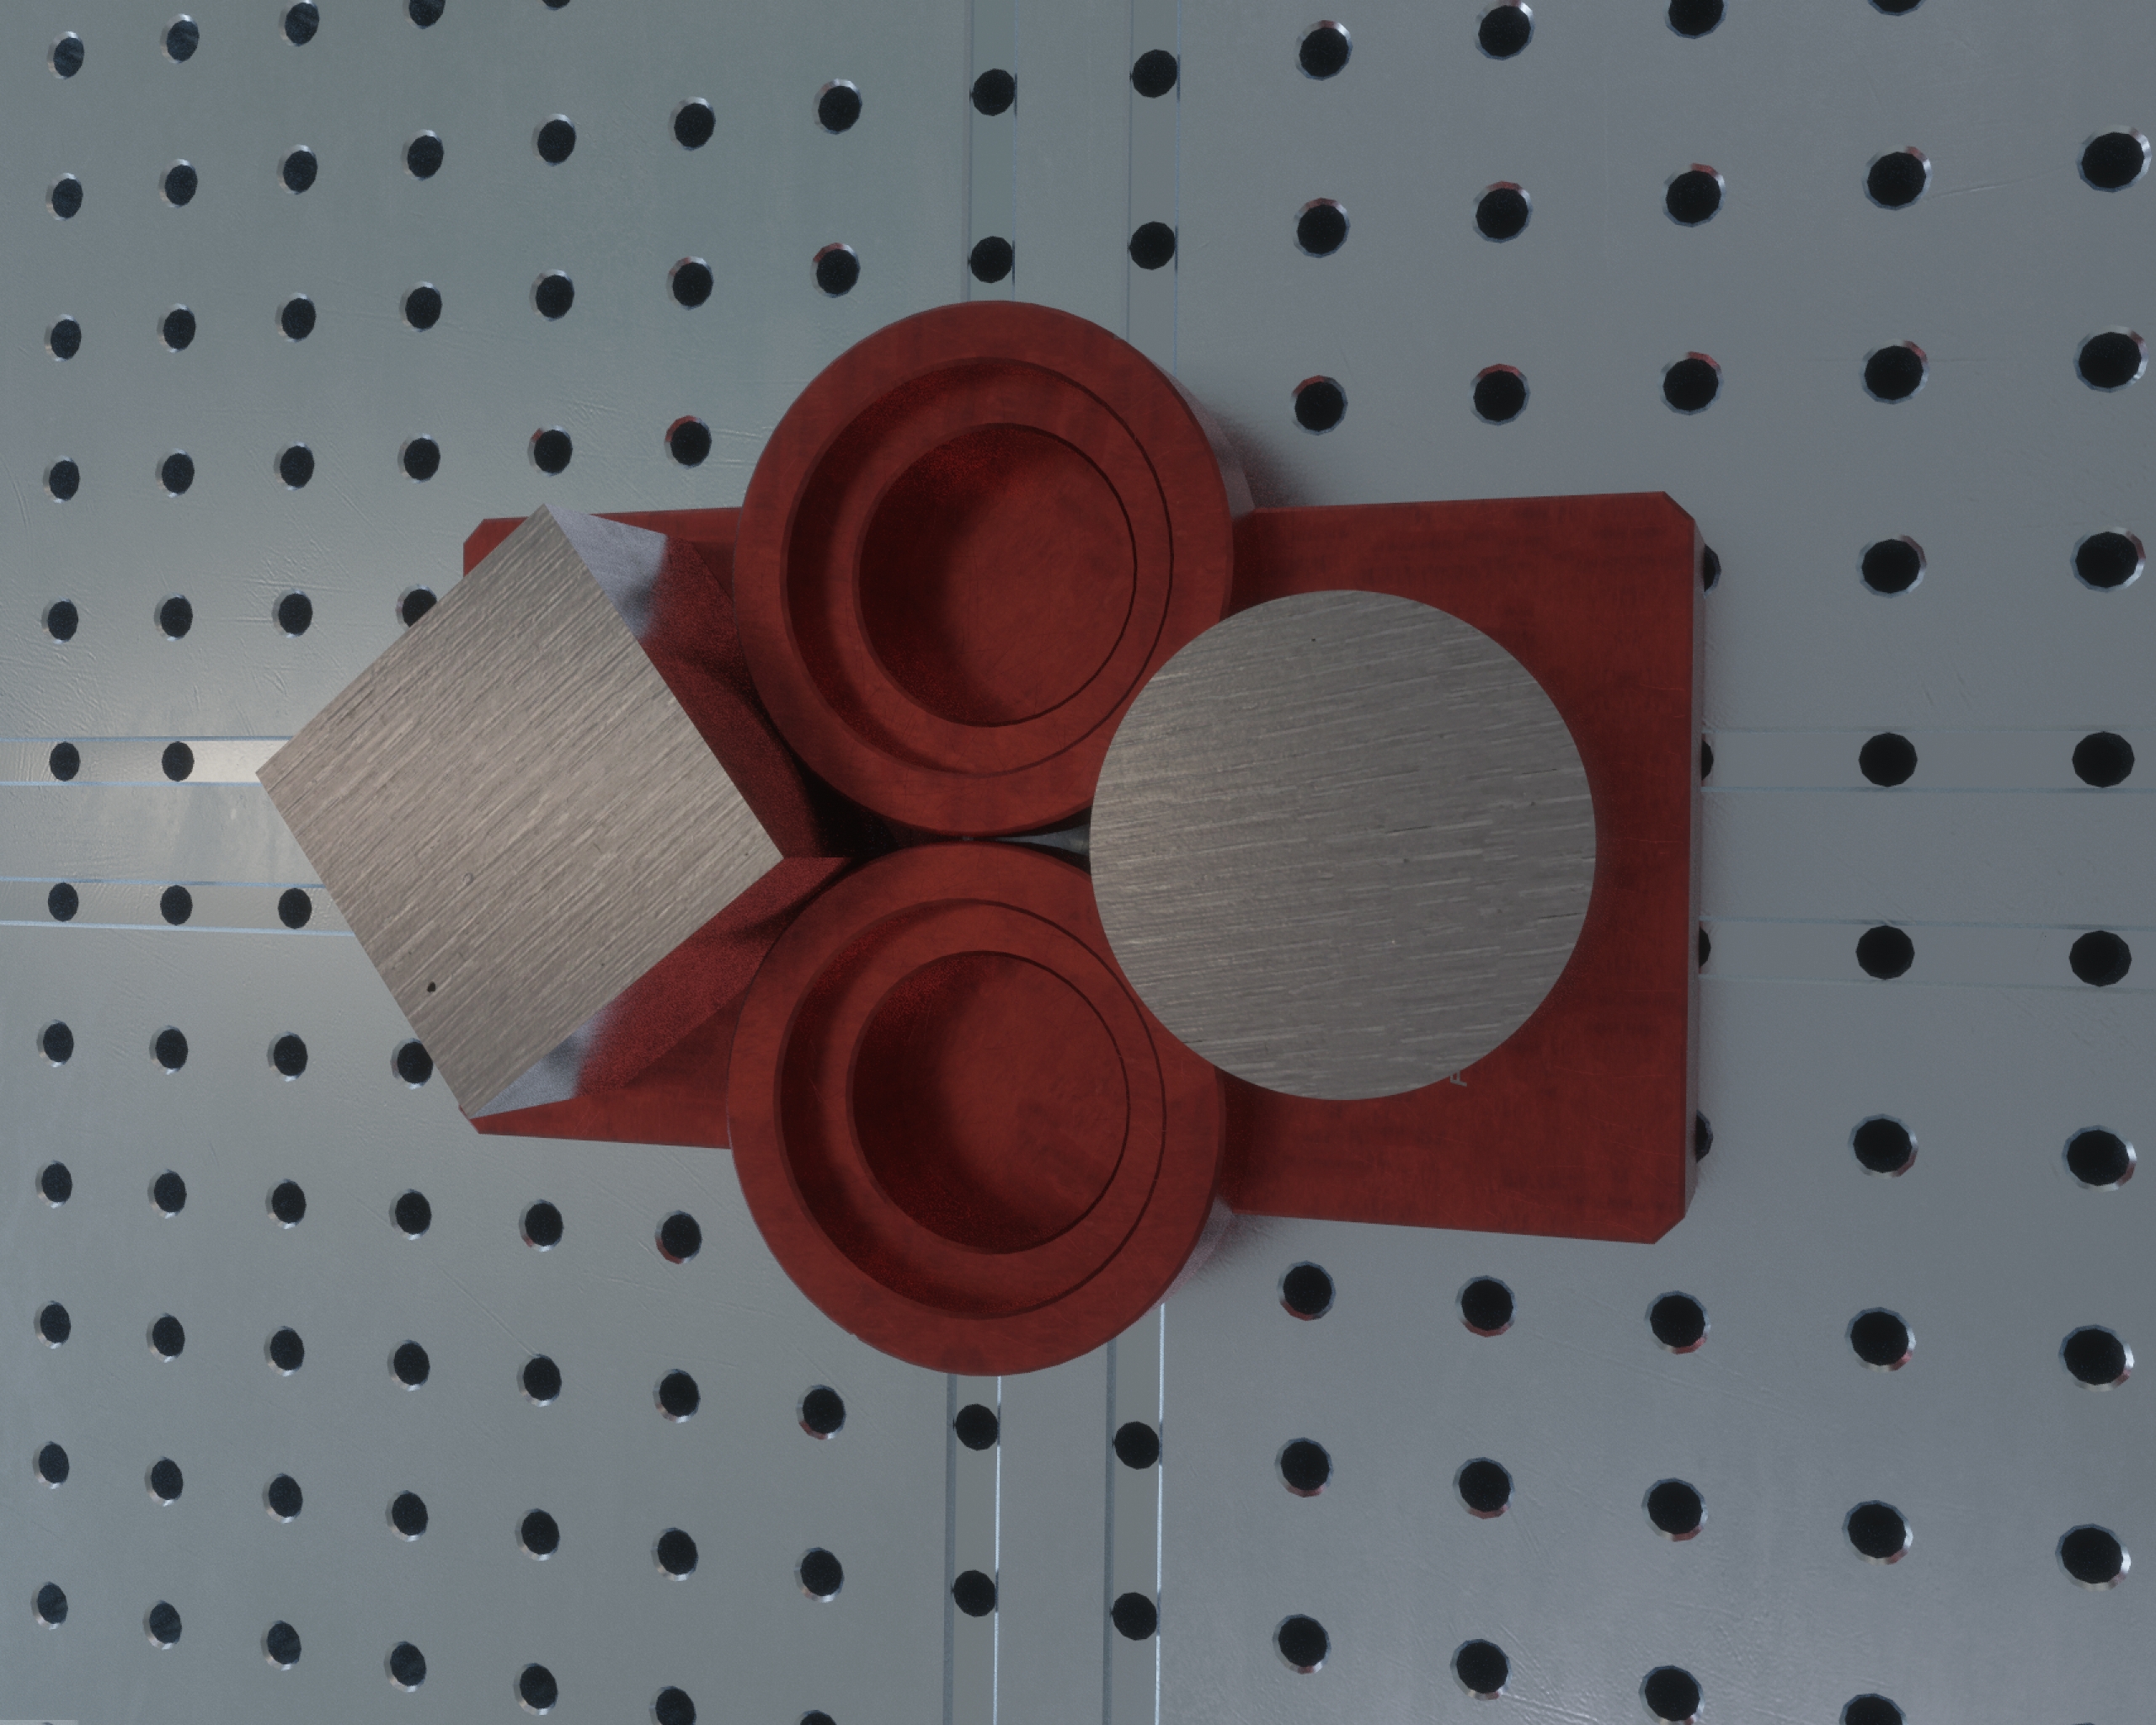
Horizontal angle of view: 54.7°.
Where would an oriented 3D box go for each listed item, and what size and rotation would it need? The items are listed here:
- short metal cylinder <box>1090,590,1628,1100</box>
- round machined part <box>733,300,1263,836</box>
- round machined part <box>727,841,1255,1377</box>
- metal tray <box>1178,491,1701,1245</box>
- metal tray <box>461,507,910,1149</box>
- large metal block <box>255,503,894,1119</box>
[{"bbox_3d":[0.048,-0.003,0.349,0.080,0.050,0.079,0,90,20],"label":"short metal cylinder"},{"bbox_3d":[-0.012,-0.054,0.398,0.098,0.042,0.097,0,90,20],"label":"round machined part"},{"bbox_3d":[-0.014,0.045,0.398,0.098,0.042,0.097,0,90,20],"label":"round machined part"},{"bbox_3d":[0.067,0.000,0.384,0.090,0.030,0.129,1,90,19],"label":"metal tray"},{"bbox_3d":[-0.083,-0.007,0.439,0.090,0.030,0.129,1,90,18],"label":"metal tray"},{"bbox_3d":[-0.095,-0.009,0.400,0.080,0.050,0.080,-38,78,16],"label":"large metal block"}]
